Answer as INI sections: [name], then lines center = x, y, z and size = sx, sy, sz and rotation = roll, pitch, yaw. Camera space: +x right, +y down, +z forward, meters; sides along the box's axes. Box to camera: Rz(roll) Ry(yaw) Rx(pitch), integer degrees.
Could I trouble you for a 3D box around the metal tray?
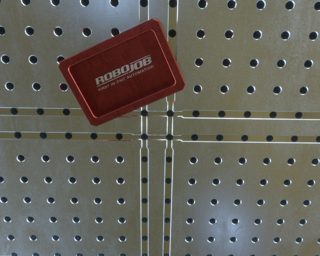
[metal tray]
center = -0.045, -0.067, 0.385
size = 0.130, 0.030, 0.090
rotation = -23, 109, 8
